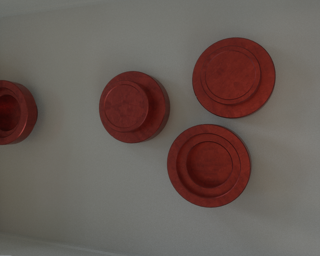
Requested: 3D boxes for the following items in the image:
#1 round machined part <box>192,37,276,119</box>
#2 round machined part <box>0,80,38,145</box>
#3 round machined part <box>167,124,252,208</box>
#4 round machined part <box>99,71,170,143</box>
[{"bbox_3d":[0.086,-0.060,0.371,0.098,0.042,0.097,0,90,20],"label":"round machined part"},{"bbox_3d":[-0.232,-0.023,0.482,0.098,0.042,0.097,0,90,17],"label":"round machined part"},{"bbox_3d":[0.062,0.044,0.380,0.098,0.042,0.097,0,90,20],"label":"round machined part"},{"bbox_3d":[-0.040,-0.028,0.415,0.098,0.042,0.097,0,90,20],"label":"round machined part"}]
